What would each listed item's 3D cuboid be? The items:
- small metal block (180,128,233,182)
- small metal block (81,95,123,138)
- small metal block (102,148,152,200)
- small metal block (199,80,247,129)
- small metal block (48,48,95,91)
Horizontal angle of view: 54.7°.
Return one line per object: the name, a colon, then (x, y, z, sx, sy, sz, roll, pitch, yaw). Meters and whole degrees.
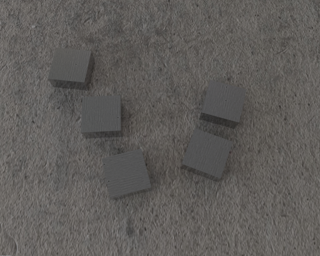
small metal block: (0.059, 0.035, 0.396, 0.050, 0.025, 0.050, 20, 71, 7)
small metal block: (-0.076, -0.015, 0.413, 0.050, 0.025, 0.050, -3, 70, -1)
small metal block: (-0.041, 0.058, 0.386, 0.050, 0.025, 0.050, -14, 71, -5)
small metal block: (0.085, -0.032, 0.420, 0.050, 0.025, 0.050, 16, 71, 5)
small metal block: (-0.124, -0.083, 0.437, 0.050, 0.025, 0.050, 6, 70, 2)
